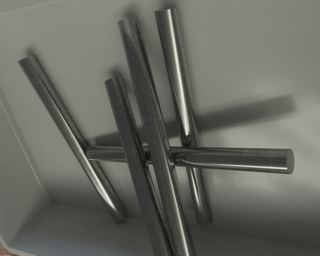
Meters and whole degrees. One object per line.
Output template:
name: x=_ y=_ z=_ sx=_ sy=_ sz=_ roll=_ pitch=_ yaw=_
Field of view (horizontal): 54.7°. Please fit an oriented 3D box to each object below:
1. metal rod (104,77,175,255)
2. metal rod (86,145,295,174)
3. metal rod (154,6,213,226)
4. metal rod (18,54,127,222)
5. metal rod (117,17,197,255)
metal rod: x=-0.018 y=0.080 z=0.391 sx=0.025 sy=0.025 sz=0.299 roll=-20 pitch=83 yaw=35
metal rod: x=0.011 y=0.036 z=0.396 sx=0.300 sy=0.025 sz=0.025 roll=-2 pitch=118 yaw=39
metal rod: x=0.036 y=0.005 z=0.392 sx=0.025 sy=0.025 sz=0.298 roll=2 pitch=119 yaw=27
metal rod: x=-0.132 y=0.027 z=0.494 sx=0.025 sy=0.025 sz=0.299 roll=-14 pitch=112 yaw=34
metal rod: x=-0.001 y=0.022 z=0.366 sx=0.025 sy=0.025 sz=0.298 roll=-11 pitch=96 yaw=33
